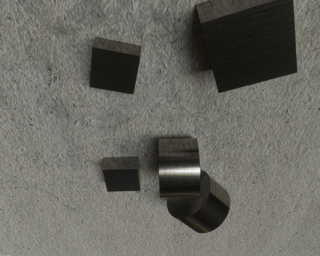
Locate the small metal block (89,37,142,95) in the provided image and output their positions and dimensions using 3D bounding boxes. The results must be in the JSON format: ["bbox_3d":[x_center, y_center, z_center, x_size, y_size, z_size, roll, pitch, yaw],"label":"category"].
[{"bbox_3d":[-0.050,-0.069,0.348,0.050,0.025,0.050,9,130,-8],"label":"small metal block"}]

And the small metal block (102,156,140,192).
[{"bbox_3d":[-0.056,0.070,0.466,0.050,0.025,0.050,-2,130,1],"label":"small metal block"}]

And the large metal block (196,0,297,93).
[{"bbox_3d":[0.088,-0.091,0.314,0.080,0.050,0.080,-14,129,11],"label":"large metal block"}]

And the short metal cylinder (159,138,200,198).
[{"bbox_3d":[0.025,0.054,0.417,0.050,0.080,0.079,-1,130,1],"label":"short metal cylinder"}]

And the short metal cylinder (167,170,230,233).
[{"bbox_3d":[0.057,0.109,0.465,0.080,0.080,0.050,-33,123,25],"label":"short metal cylinder"}]
